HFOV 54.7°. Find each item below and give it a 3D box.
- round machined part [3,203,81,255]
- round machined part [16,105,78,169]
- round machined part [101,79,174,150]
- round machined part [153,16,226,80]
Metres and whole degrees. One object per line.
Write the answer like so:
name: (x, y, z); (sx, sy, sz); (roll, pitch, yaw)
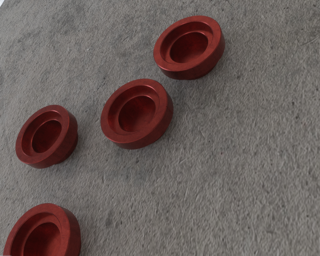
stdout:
round machined part: (-0.136, 0.145, 0.376); (0.098, 0.042, 0.098); (-13, 56, 21)
round machined part: (-0.165, 0.017, 0.470); (0.098, 0.042, 0.098); (-13, 56, 21)
round machined part: (-0.027, -0.015, 0.416); (0.098, 0.042, 0.098); (-13, 56, 21)
round machined part: (0.044, -0.107, 0.436); (0.098, 0.042, 0.098); (-13, 56, 21)
